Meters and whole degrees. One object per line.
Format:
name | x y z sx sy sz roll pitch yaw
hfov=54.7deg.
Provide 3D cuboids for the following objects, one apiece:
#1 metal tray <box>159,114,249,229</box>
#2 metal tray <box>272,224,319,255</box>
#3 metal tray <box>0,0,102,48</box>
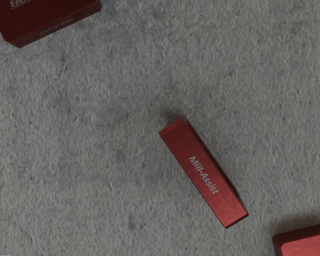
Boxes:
metal tray | 0.052 0.046 0.376 0.030 0.090 0.130 -35 90 8
metal tray | 0.212 0.200 0.411 0.091 0.030 0.129 -14 90 -1
metal tray | -0.155 -0.174 0.405 0.131 0.030 0.090 -25 90 -1
